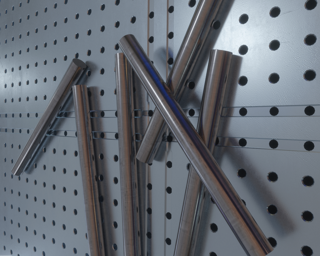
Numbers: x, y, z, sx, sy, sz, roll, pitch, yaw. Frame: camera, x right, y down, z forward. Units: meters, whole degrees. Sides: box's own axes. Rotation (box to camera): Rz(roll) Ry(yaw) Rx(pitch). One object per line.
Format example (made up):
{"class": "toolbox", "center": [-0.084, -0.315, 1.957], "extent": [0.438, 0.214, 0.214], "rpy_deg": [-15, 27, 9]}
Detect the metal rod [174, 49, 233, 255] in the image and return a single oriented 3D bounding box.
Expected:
{"class": "metal rod", "center": [0.046, 0.059, 0.372], "extent": [0.025, 0.025, 0.298], "rpy_deg": [16, 100, 39]}

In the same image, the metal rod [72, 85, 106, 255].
{"class": "metal rod", "center": [-0.116, 0.078, 0.506], "extent": [0.025, 0.025, 0.299], "rpy_deg": [-12, 82, 39]}

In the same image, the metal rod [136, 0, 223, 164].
{"class": "metal rod", "center": [0.034, -0.088, 0.382], "extent": [0.025, 0.025, 0.298], "rpy_deg": [36, 112, 34]}

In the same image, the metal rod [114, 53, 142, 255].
{"class": "metal rod", "center": [-0.046, 0.042, 0.448], "extent": [0.025, 0.025, 0.298], "rpy_deg": [-5, 87, 40]}

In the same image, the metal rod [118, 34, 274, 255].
{"class": "metal rod", "center": [0.027, 0.003, 0.353], "extent": [0.025, 0.025, 0.299], "rpy_deg": [-45, 63, 31]}

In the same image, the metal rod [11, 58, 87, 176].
{"class": "metal rod", "center": [-0.220, -0.008, 0.593], "extent": [0.299, 0.025, 0.025], "rpy_deg": [-50, 61, 28]}
